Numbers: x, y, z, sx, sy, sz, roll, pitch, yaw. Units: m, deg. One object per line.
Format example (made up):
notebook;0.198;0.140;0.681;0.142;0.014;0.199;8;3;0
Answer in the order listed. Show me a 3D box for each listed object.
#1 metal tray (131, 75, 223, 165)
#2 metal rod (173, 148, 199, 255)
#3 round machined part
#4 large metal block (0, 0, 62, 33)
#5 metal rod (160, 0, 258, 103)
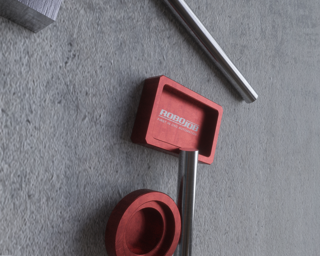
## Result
metal tray;0.029;-0.007;0.427;0.131;0.030;0.090;21;77;-38
metal rod;0.029;0.175;0.411;0.025;0.025;0.298;-2;98;-40
round machined part;-0.024;0.123;0.375;0.099;0.042;0.097;0;90;-40
large metal block;-0.130;-0.146;0.280;0.080;0.050;0.080;22;76;-38
metal rod;0.063;-0.135;0.459;0.301;0.025;0.025;40;65;-33
